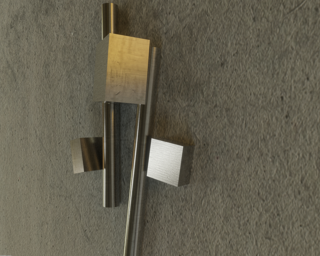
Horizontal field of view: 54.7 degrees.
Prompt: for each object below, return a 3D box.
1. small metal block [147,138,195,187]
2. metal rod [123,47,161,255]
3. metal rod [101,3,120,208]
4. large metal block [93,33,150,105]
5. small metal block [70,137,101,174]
[{"bbox_3d":[0.013,0.042,0.392,0.050,0.025,0.050,12,98,39],"label":"small metal block"},{"bbox_3d":[-0.026,0.042,0.423,0.025,0.025,0.298,9,96,39],"label":"metal rod"},{"bbox_3d":[-0.074,-0.034,0.463,0.025,0.025,0.298,-1,90,39],"label":"metal rod"},{"bbox_3d":[-0.054,-0.073,0.409,0.080,0.050,0.079,-171,85,-67],"label":"large metal block"},{"bbox_3d":[-0.106,0.041,0.473,0.025,0.050,0.050,-15,81,39],"label":"small metal block"}]
